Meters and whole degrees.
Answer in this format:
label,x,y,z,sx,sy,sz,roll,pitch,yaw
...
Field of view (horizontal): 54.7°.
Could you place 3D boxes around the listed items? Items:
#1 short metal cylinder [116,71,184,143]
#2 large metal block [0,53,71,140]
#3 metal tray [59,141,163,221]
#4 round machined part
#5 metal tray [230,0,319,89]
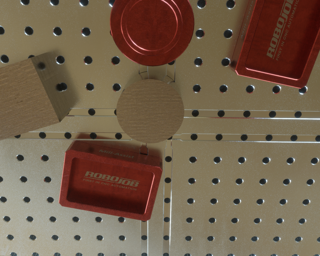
label,x,y,z,sx,sy,sz,roll,pitch,yaw
short metal cylinder,-0.011,-0.027,0.390,0.081,0.050,0.079,0,110,0
large metal block,-0.170,-0.040,0.384,0.080,0.050,0.080,-17,109,6
metal tray,-0.069,0.076,0.437,0.131,0.030,0.089,12,110,-5
round machined part,-0.009,-0.120,0.360,0.099,0.042,0.097,0,110,0
metal tray,0.147,-0.120,0.367,0.091,0.030,0.129,11,110,-5
